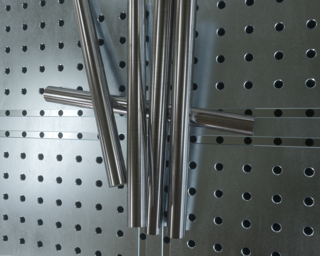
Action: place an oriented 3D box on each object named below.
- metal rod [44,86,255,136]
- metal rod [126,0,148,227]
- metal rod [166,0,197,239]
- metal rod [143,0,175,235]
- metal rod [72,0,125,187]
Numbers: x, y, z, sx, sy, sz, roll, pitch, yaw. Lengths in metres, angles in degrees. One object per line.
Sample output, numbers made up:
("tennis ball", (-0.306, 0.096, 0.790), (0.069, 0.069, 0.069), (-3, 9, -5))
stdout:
("metal rod", (-0.028, -0.027, 0.421), (0.301, 0.025, 0.025), (10, 93, 19))
("metal rod", (-0.030, -0.031, 0.394), (0.025, 0.025, 0.298), (-5, 78, 19))
("metal rod", (0.025, -0.008, 0.376), (0.025, 0.025, 0.298), (6, 102, 19))
("metal rod", (-0.002, -0.009, 0.386), (0.025, 0.025, 0.298), (7, 102, 19))
("metal rod", (-0.086, -0.070, 0.419), (0.025, 0.025, 0.299), (-19, 76, 19))
